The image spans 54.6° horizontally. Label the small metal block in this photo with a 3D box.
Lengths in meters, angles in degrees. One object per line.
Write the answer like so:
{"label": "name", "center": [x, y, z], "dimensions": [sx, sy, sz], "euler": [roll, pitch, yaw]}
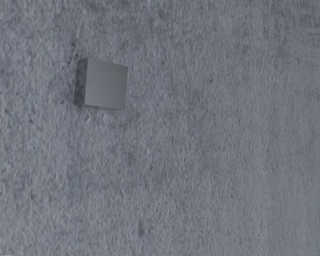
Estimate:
{"label": "small metal block", "center": [-0.066, -0.048, 0.349], "dimensions": [0.050, 0.025, 0.050], "euler": [6, 86, -40]}
